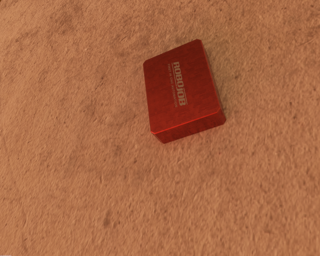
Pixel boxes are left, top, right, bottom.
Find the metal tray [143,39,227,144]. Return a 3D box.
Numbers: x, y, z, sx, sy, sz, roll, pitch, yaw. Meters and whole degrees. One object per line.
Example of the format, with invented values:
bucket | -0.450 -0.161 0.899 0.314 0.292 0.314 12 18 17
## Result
metal tray | 0.028 -0.052 0.416 0.090 0.030 0.130 -19 54 16
